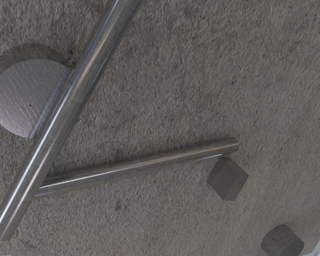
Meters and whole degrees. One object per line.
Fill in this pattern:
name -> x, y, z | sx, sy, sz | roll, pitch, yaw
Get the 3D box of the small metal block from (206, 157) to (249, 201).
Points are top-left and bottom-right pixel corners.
small metal block -> 0.108, 0.082, 0.501 | 0.025, 0.050, 0.050 | 11, 113, -33

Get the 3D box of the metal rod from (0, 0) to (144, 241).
metal rod -> -0.086, -0.016, 0.285 | 0.025, 0.025, 0.299 | 23, 106, -37

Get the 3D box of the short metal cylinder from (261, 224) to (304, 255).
short metal cylinder -> 0.281, 0.270, 0.712 | 0.081, 0.050, 0.079 | -14, 124, -21

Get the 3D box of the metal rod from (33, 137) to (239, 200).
metal rod -> -0.021, 0.050, 0.426 | 0.303, 0.025, 0.025 | -10, 123, -23

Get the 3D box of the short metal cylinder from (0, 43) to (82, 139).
short metal cylinder -> -0.120, -0.036, 0.303 | 0.081, 0.050, 0.079 | -14, 124, -21
